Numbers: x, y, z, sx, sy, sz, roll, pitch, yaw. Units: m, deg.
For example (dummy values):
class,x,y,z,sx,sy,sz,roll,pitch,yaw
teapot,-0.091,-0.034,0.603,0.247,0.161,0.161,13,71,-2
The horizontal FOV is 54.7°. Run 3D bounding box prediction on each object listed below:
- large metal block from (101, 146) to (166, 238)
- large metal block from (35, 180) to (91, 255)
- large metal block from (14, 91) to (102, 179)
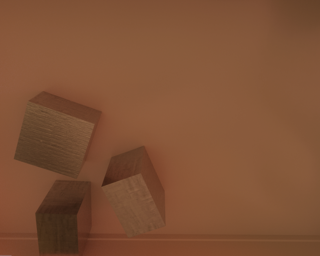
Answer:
class,x,y,z,sx,sy,sz,roll,pitch,yaw
large metal block,-0.031,0.082,0.412,0.050,0.080,0.080,-20,109,7
large metal block,-0.129,0.128,0.428,0.050,0.080,0.079,3,110,-1
large metal block,-0.130,0.008,0.400,0.080,0.050,0.079,20,109,-7
